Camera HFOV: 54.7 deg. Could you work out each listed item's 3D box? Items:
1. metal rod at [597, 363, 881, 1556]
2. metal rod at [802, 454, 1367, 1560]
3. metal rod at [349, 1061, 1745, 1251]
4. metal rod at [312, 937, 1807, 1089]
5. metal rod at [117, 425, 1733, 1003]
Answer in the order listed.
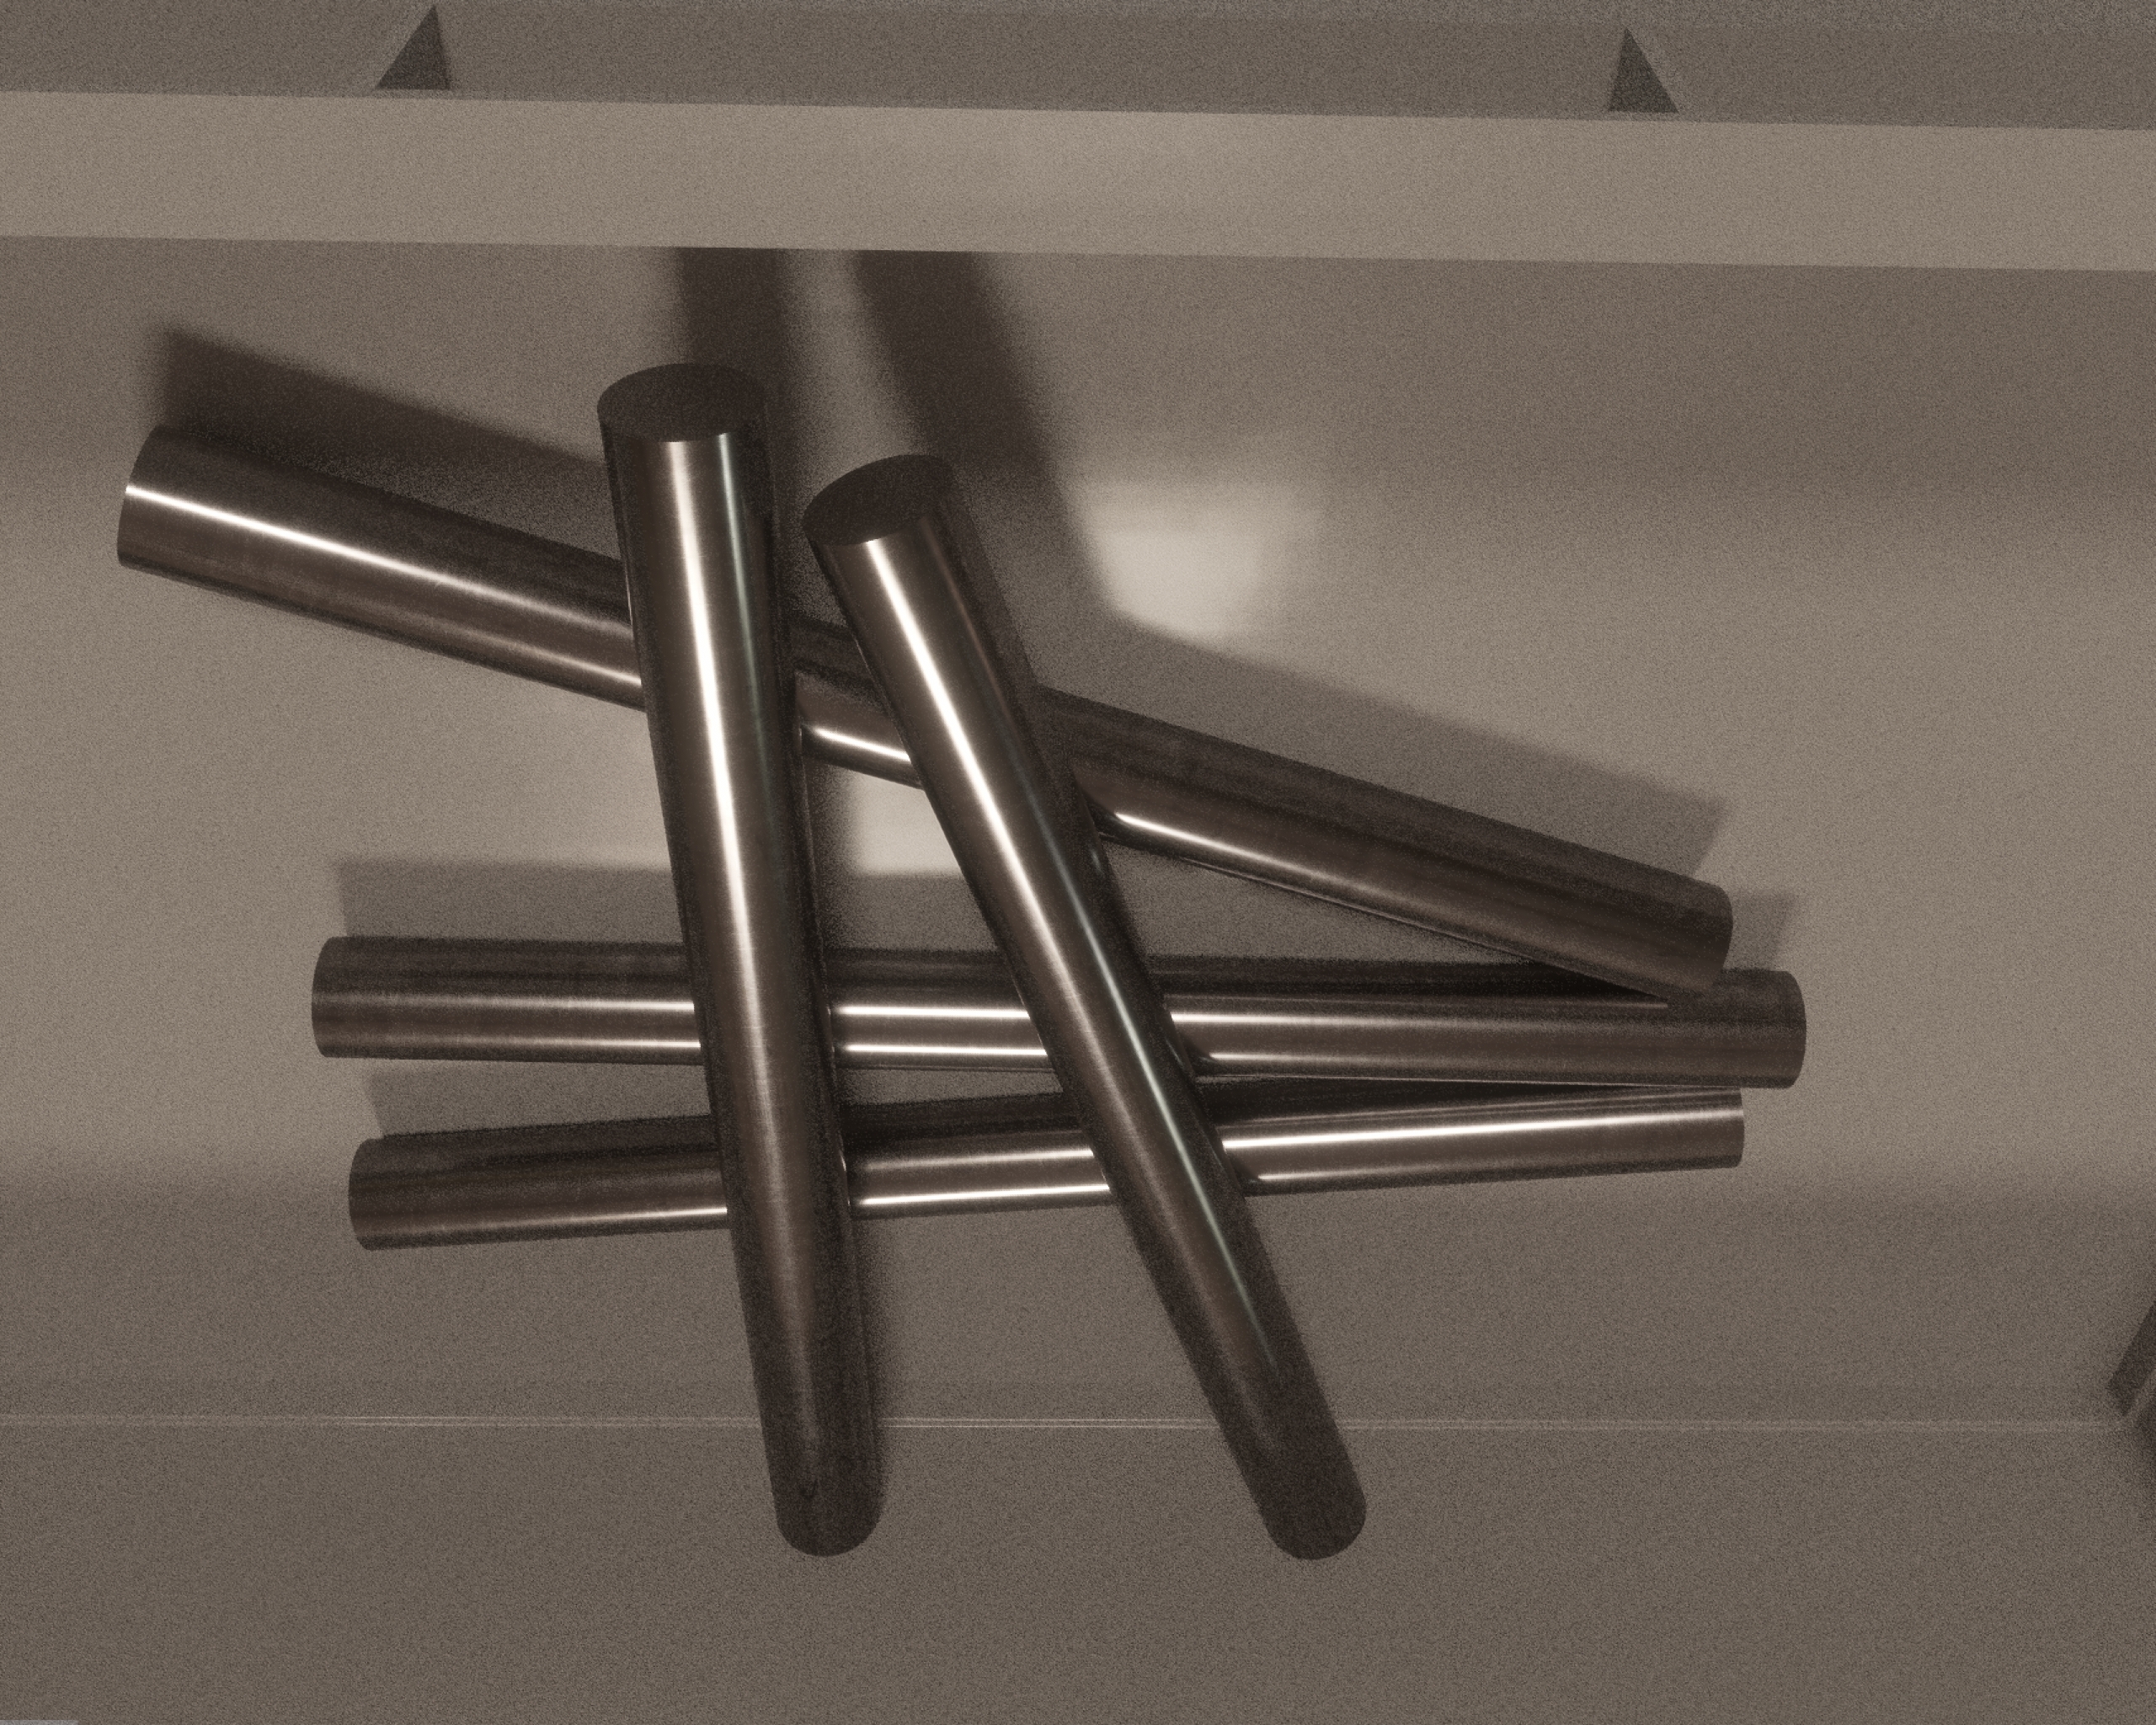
[{"bbox_3d":[-0.060,0.044,0.410,0.025,0.025,0.298,0,130,-1],"label":"metal rod"},{"bbox_3d":[0.014,0.051,0.418,0.025,0.025,0.299,-14,129,11],"label":"metal rod"},{"bbox_3d":[-0.008,0.064,0.462,0.302,0.025,0.025,-4,130,2],"label":"metal rod"},{"bbox_3d":[-0.002,0.031,0.433,0.302,0.025,0.025,1,130,-2],"label":"metal rod"},{"bbox_3d":[-0.016,-0.023,0.387,0.302,0.025,0.025,15,128,-14],"label":"metal rod"}]
